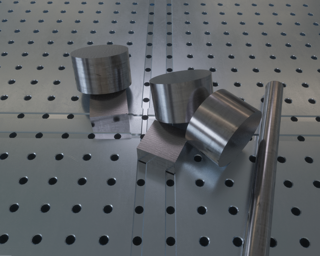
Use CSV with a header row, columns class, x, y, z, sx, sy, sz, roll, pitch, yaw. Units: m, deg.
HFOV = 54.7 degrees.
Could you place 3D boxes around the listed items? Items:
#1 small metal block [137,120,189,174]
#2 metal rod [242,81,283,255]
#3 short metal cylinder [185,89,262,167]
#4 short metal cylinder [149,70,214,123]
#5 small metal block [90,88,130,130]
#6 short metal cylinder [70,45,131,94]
class,x,y,z,sx,sy,sz,roll,pitch,yaw
small metal block,0.005,0.023,0.389,0.050,0.025,0.050,20,53,16
metal rod,0.125,0.049,0.367,0.025,0.025,0.300,14,51,11
short metal cylinder,0.076,0.000,0.372,0.080,0.080,0.050,-37,60,-27
short metal cylinder,0.030,-0.043,0.406,0.080,0.050,0.080,-8,20,3
small metal block,-0.070,-0.027,0.430,0.050,0.025,0.050,-6,50,-5
short metal cylinder,-0.083,-0.086,0.445,0.080,0.050,0.080,-3,27,2
